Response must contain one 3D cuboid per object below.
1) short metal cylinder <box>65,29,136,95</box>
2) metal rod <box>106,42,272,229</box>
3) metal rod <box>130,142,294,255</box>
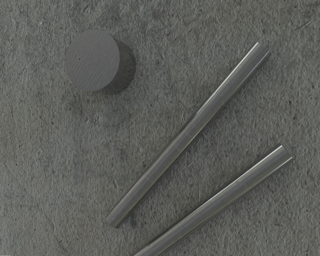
[{"bbox_3d":[-0.080,-0.087,0.423,0.080,0.050,0.079,0,90,19],"label":"short metal cylinder"},{"bbox_3d":[0.028,0.018,0.398,0.025,0.025,0.299,43,103,14],"label":"metal rod"},{"bbox_3d":[0.037,0.122,0.395,0.299,0.025,0.025,-41,77,15],"label":"metal rod"}]
